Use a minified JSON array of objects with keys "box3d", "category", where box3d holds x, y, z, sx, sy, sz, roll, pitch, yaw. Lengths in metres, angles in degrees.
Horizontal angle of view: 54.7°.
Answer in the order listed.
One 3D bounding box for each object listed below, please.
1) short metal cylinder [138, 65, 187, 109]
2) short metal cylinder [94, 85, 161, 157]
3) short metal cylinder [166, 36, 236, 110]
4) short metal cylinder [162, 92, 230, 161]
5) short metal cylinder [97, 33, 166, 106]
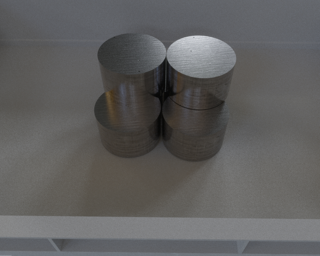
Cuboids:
[{"box3d":[0.006,-0.061,0.438,0.080,0.050,0.080,0,50,0],"category":"short metal cylinder"},{"box3d":[-0.039,-0.010,0.394,0.080,0.050,0.080,0,50,0],"category":"short metal cylinder"},{"box3d":[0.048,-0.068,0.378,0.080,0.050,0.080,0,50,0],"category":"short metal cylinder"},{"box3d":[0.043,-0.005,0.391,0.080,0.050,0.080,0,50,0],"category":"short metal cylinder"},{"box3d":[-0.033,-0.073,0.383,0.080,0.050,0.080,0,50,0],"category":"short metal cylinder"}]
